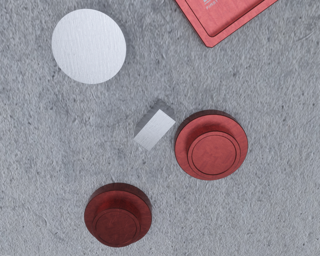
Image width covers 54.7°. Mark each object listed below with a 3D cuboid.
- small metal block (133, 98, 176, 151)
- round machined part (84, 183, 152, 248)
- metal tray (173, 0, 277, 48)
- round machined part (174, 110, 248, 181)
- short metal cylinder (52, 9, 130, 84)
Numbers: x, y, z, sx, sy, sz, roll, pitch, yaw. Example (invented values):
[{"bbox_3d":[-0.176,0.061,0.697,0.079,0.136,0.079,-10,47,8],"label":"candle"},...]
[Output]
[{"bbox_3d":[-0.007,-0.005,0.394,0.025,0.050,0.050,38,105,-13],"label":"small metal block"},{"bbox_3d":[-0.061,0.133,0.449,0.099,0.042,0.097,0,110,-1],"label":"round machined part"},{"bbox_3d":[0.082,-0.164,0.347,0.130,0.030,0.090,-35,107,11],"label":"metal tray"},{"bbox_3d":[0.068,0.028,0.412,0.099,0.042,0.097,0,110,-1],"label":"round machined part"},{"bbox_3d":[-0.077,-0.096,0.360,0.081,0.050,0.079,0,110,-1],"label":"short metal cylinder"}]
